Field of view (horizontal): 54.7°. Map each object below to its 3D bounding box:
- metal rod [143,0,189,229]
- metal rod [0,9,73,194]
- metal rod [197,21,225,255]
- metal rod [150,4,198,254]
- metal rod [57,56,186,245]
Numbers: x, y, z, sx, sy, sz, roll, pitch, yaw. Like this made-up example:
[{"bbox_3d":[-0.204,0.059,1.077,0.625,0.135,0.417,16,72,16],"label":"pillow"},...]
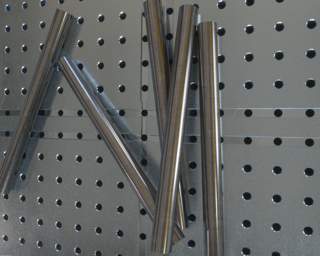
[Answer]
[{"bbox_3d":[0.008,-0.020,0.409,0.025,0.025,0.298,-8,87,19],"label":"metal rod"},{"bbox_3d":[-0.198,-0.036,0.480,0.025,0.025,0.298,25,98,18],"label":"metal rod"},{"bbox_3d":[0.064,0.019,0.389,0.025,0.025,0.298,-2,89,19],"label":"metal rod"},{"bbox_3d":[0.019,-0.006,0.376,0.025,0.025,0.298,4,81,19],"label":"metal rod"},{"bbox_3d":[-0.060,0.020,0.418,0.025,0.025,0.299,-39,73,15],"label":"metal rod"}]
